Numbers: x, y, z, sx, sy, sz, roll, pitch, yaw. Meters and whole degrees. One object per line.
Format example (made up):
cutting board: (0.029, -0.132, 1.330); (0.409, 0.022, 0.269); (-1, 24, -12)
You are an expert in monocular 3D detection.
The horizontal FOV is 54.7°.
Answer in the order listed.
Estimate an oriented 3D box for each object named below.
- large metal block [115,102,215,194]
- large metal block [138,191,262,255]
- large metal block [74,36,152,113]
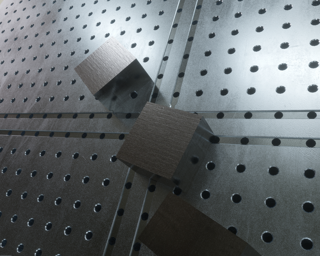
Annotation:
large metal block: (0.008, 0.022, 0.374); (0.080, 0.050, 0.080); (17, 71, 34)
large metal block: (0.040, 0.110, 0.284); (0.080, 0.080, 0.050); (27, 77, 37)
large metal block: (-0.074, -0.084, 0.481); (0.080, 0.050, 0.080); (-41, 51, 0)
